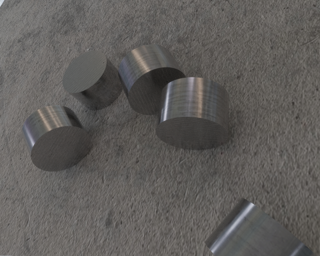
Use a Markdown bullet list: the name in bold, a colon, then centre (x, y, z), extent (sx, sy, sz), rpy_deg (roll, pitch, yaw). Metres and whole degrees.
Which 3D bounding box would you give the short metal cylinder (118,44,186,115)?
- **short metal cylinder**: centre (-0.010, -0.063, 0.413), extent (0.080, 0.080, 0.050), rpy_deg (-31, 52, 8)

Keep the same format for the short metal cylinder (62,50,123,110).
- **short metal cylinder**: centre (-0.105, -0.075, 0.489), extent (0.080, 0.050, 0.080), rpy_deg (-13, 56, 21)

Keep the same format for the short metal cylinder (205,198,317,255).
- **short metal cylinder**: centre (0.085, 0.105, 0.260), extent (0.050, 0.080, 0.080), rpy_deg (-48, 51, -5)

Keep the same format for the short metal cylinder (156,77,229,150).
- **short metal cylinder**: centre (0.038, -0.014, 0.357), extent (0.080, 0.080, 0.050), rpy_deg (-6, 59, 25)

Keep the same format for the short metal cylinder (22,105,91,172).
- **short metal cylinder**: centre (-0.146, 0.015, 0.436), extent (0.080, 0.080, 0.050), rpy_deg (-41, 51, 0)
